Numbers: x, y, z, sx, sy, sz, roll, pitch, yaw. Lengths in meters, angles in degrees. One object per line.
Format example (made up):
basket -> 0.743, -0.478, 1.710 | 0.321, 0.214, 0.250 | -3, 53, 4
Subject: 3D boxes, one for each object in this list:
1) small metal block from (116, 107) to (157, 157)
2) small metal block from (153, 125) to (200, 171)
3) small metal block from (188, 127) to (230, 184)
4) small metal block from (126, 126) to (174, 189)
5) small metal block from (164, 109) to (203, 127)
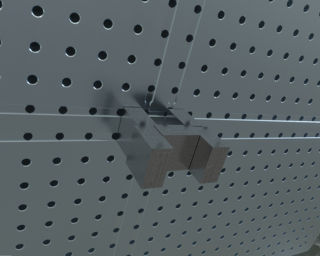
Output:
small metal block -> -0.030, 0.008, 0.384 | 0.025, 0.050, 0.050 | 1, 118, -29
small metal block -> 0.014, 0.024, 0.371 | 0.050, 0.025, 0.050 | 1, 118, -29
small metal block -> 0.053, 0.032, 0.379 | 0.025, 0.050, 0.050 | 1, 118, -29
small metal block -> -0.013, 0.031, 0.342 | 0.025, 0.050, 0.050 | 1, 118, -29
small metal block -> 0.027, 0.008, 0.416 | 0.025, 0.050, 0.050 | -1, 119, -29
